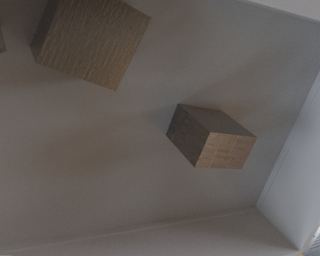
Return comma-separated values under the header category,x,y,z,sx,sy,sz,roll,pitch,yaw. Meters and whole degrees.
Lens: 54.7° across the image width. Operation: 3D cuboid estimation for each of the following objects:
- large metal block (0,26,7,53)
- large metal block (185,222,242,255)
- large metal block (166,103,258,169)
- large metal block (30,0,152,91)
category,x,y,z,sx,sy,sz,roll,pitch,yaw
large metal block,-0.169,-0.078,0.231,0.081,0.080,0.050,-25,128,-16
large metal block,0.101,0.237,0.600,0.081,0.050,0.079,-3,120,-28
large metal block,0.067,0.011,0.419,0.081,0.080,0.050,6,115,-32
large metal block,-0.068,-0.092,0.299,0.081,0.050,0.080,17,109,-36
